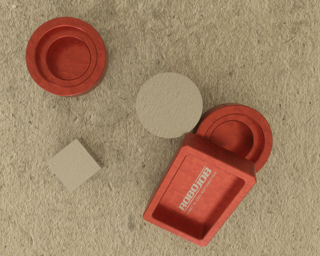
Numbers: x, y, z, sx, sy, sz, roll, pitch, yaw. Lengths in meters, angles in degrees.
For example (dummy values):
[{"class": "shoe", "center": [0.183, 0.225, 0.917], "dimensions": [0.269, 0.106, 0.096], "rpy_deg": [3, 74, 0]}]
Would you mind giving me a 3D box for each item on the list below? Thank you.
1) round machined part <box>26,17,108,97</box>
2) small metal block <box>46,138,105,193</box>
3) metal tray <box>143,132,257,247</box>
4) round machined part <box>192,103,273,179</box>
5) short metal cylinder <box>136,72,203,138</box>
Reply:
[{"class": "round machined part", "center": [-0.115, -0.088, 0.400], "dimensions": [0.099, 0.042, 0.097], "rpy_deg": [0, 90, -1]}, {"class": "small metal block", "center": [-0.111, 0.048, 0.409], "dimensions": [0.050, 0.025, 0.050], "rpy_deg": [-39, 91, 0]}, {"class": "metal tray", "center": [0.044, 0.079, 0.377], "dimensions": [0.090, 0.030, 0.129], "rpy_deg": [26, 120, -1]}, {"class": "round machined part", "center": [0.088, 0.016, 0.396], "dimensions": [0.099, 0.042, 0.097], "rpy_deg": [-1, 102, -6]}, {"class": "short metal cylinder", "center": [0.011, -0.027, 0.398], "dimensions": [0.081, 0.050, 0.079], "rpy_deg": [0, 90, 0]}]
